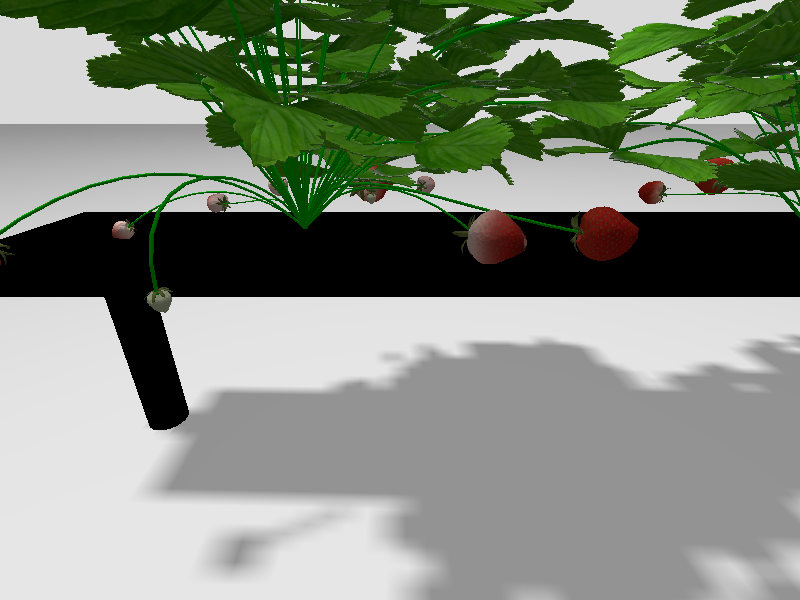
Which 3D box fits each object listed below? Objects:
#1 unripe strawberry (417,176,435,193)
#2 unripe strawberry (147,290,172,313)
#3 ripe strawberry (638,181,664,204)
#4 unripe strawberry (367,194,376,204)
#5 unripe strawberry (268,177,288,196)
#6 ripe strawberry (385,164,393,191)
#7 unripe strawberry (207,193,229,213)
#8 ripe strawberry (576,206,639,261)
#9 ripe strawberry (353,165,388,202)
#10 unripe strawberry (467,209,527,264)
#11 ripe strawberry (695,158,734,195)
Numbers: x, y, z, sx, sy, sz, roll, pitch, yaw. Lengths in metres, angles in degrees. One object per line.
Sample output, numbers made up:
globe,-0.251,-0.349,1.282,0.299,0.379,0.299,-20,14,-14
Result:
unripe strawberry,0.033,-0.145,0.503,0.024,0.021,0.022,17,30,31
unripe strawberry,-0.117,0.001,0.195,0.010,0.011,0.011,4,26,9
ripe strawberry,0.280,-0.120,0.447,0.022,0.025,0.024,-19,31,-35
unripe strawberry,-0.031,-0.112,0.442,0.010,0.011,0.011,13,28,26
unripe strawberry,-0.150,-0.141,0.494,0.024,0.025,0.026,-10,11,-20
ripe strawberry,-0.026,-0.156,0.507,0.043,0.037,0.043,8,26,17
unripe strawberry,-0.187,-0.100,0.410,0.022,0.019,0.022,14,29,28
ripe strawberry,0.146,-0.046,0.282,0.038,0.037,0.035,9,27,16
ripe strawberry,-0.032,-0.137,0.464,0.042,0.044,0.046,10,27,20
unripe strawberry,0.067,-0.042,0.271,0.038,0.037,0.035,14,29,27
ripe strawberry,0.397,-0.158,0.508,0.043,0.045,0.046,4,25,9
